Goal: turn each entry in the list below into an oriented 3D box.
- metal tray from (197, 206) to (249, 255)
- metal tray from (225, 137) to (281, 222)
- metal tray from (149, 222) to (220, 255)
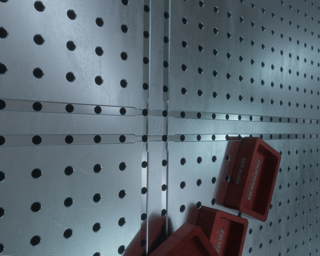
[{"bbox_3d":[0.089,0.197,0.483,0.090,0.030,0.130,27,73,-37],"label":"metal tray"},{"bbox_3d":[0.168,0.091,0.550,0.090,0.030,0.130,31,71,-36],"label":"metal tray"},{"bbox_3d":[0.046,0.206,0.415,0.090,0.030,0.130,-36,98,-23],"label":"metal tray"}]
